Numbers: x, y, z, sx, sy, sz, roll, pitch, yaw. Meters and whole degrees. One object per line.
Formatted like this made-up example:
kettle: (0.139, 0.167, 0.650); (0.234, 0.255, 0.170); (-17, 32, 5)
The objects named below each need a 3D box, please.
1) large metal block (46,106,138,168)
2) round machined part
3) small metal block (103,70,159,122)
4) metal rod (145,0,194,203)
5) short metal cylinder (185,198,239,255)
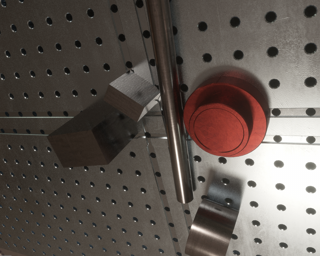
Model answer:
large metal block: (-0.090, 0.009, 0.427); (0.080, 0.080, 0.050); (-8, 115, 31)
round machined part: (0.072, -0.006, 0.357); (0.098, 0.042, 0.097); (13, 124, 20)
small metal block: (-0.033, -0.041, 0.386); (0.050, 0.050, 0.025); (34, 129, 6)
metal rod: (0.015, -0.028, 0.384); (0.025, 0.025, 0.298); (5, 121, 25)
short metal cylinder: (0.072, 0.143, 0.425); (0.050, 0.080, 0.079); (17, 125, 18)
